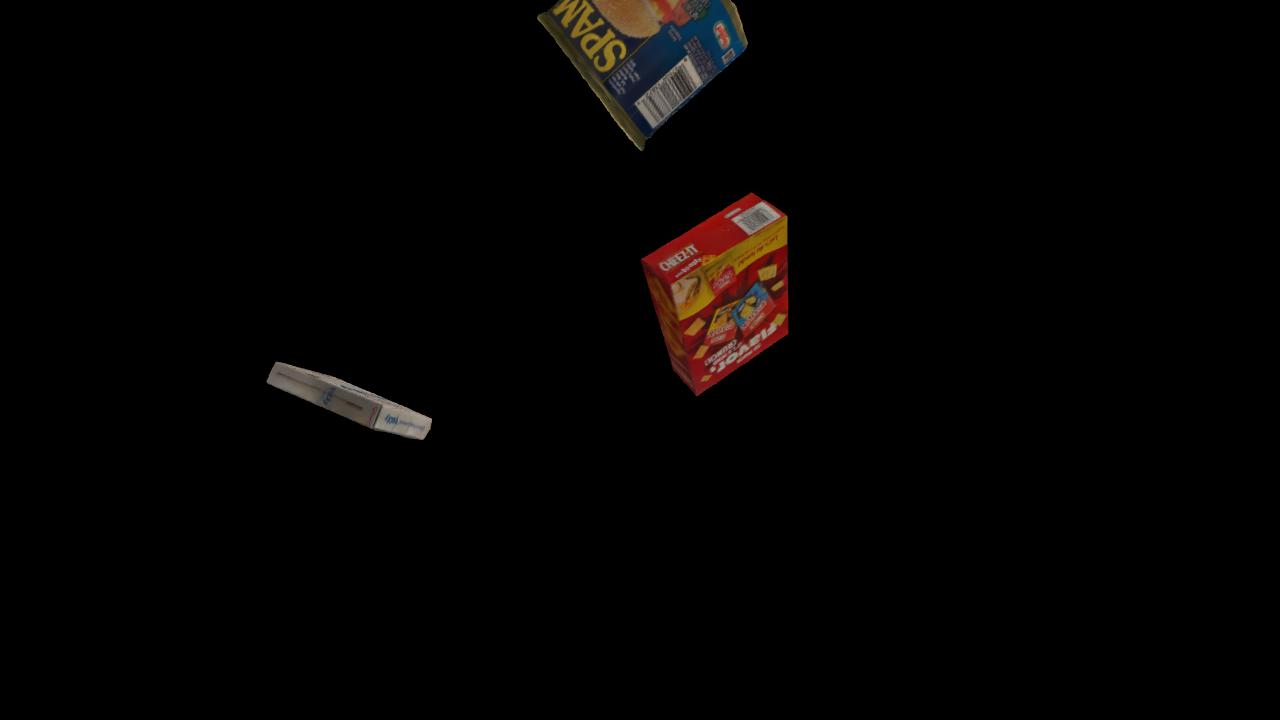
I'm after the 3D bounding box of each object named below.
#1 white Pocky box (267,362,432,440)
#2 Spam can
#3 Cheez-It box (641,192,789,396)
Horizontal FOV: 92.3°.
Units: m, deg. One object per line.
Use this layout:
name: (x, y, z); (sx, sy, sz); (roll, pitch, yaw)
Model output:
white Pocky box: (-0.306, 0.043, 0.650); (0.154, 0.028, 0.084); (18, -9, 21)
Spam can: (0.001, -0.191, 0.361); (0.085, 0.101, 0.058); (-38, -25, 13)
Cheez-It box: (0.106, -0.076, 0.783); (0.166, 0.071, 0.223); (-33, -38, -10)
